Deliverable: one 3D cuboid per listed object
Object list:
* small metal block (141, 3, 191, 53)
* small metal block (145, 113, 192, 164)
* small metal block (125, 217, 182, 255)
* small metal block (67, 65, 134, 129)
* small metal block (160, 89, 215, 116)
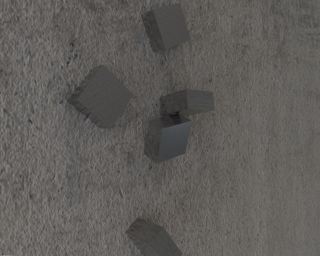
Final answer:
[{"bbox_3d":[0.009,-0.133,0.411,0.050,0.025,0.050,-30,109,-36],"label":"small metal block"},{"bbox_3d":[0.011,0.012,0.401,0.050,0.025,0.050,-15,125,-39],"label":"small metal block"},{"bbox_3d":[-0.008,0.142,0.382,0.025,0.050,0.050,-46,118,-30],"label":"small metal block"},{"bbox_3d":[-0.066,-0.034,0.349,0.050,0.025,0.050,44,63,-31],"label":"small metal block"},{"bbox_3d":[0.037,-0.033,0.417,0.050,0.050,0.025,0,83,-40],"label":"small metal block"}]
